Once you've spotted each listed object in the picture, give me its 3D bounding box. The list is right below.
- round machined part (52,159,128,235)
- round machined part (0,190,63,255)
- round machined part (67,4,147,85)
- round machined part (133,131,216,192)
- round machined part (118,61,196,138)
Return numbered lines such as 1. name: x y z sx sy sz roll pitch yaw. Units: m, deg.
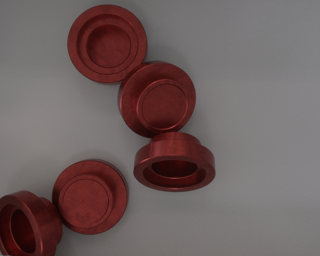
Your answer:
1. round machined part: -0.092 0.091 0.402 0.099 0.042 0.097 0 90 0
2. round machined part: -0.160 0.125 0.387 0.098 0.042 0.097 5 100 32
3. round machined part: -0.065 -0.104 0.402 0.099 0.042 0.097 0 90 0
4. round machined part: 0.018 0.040 0.385 0.099 0.097 0.042 3 54 0
5. round machined part: 0.000 -0.031 0.383 0.099 0.042 0.097 -7 112 -17
